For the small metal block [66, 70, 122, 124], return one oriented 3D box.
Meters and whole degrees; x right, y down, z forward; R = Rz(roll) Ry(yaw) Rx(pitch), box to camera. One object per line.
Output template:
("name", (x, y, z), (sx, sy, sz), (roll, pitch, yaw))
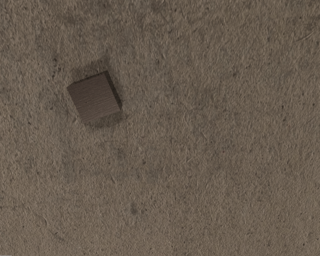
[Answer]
("small metal block", (-0.082, -0.040, 0.394), (0.050, 0.025, 0.050), (-19, 109, 6))
